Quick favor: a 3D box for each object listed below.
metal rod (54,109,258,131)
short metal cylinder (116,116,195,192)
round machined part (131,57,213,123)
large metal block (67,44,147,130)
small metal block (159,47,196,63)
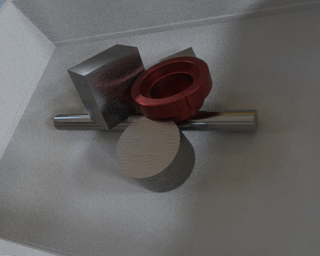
[{"bbox_3d":[-0.025,-0.009,0.419,0.300,0.025,0.025,0,62,27],"label":"metal rod"},{"bbox_3d":[-0.004,0.030,0.369,0.080,0.050,0.080,-13,56,20],"label":"short metal cylinder"},{"bbox_3d":[0.017,-0.044,0.385,0.098,0.042,0.098,-15,39,12],"label":"round machined part"},{"bbox_3d":[-0.063,-0.057,0.416,0.080,0.080,0.050,-36,36,-25],"label":"large metal block"},{"bbox_3d":[0.029,-0.080,0.437,0.050,0.025,0.050,-19,54,16],"label":"small metal block"}]
